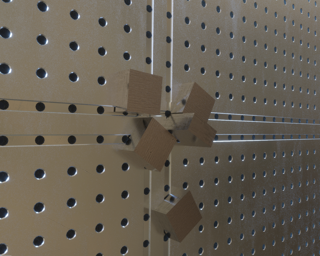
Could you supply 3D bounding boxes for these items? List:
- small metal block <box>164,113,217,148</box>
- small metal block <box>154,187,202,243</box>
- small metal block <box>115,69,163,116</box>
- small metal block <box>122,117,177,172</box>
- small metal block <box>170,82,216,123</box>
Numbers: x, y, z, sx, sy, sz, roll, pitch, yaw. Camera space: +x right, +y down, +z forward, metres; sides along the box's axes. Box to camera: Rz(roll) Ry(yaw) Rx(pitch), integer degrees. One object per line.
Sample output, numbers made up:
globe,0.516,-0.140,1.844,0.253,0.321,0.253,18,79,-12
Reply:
small metal block,0.040,0.003,0.426,0.050,0.050,0.025,35,68,-34
small metal block,0.026,0.120,0.430,0.050,0.025,0.050,-38,113,-33
small metal block,-0.026,-0.043,0.387,0.050,0.025,0.050,6,86,-40
small metal block,-0.012,0.021,0.398,0.050,0.025,0.050,42,64,-32
small metal block,0.048,-0.031,0.448,0.050,0.025,0.050,35,69,-34
